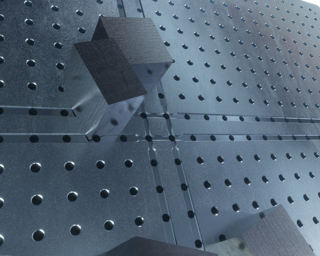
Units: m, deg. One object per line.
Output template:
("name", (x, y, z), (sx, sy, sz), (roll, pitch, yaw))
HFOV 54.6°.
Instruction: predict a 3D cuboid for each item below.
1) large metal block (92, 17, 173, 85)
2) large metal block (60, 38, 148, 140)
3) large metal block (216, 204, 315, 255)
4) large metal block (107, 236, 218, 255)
("large metal block", (-0.041, -0.107, 0.435), (0.081, 0.050, 0.080), (-12, 68, -33))
("large metal block", (-0.069, -0.045, 0.363), (0.050, 0.080, 0.080), (-21, 73, -36))
("large metal block", (0.129, 0.150, 0.369), (0.081, 0.050, 0.080), (-20, 73, -36))
("large metal block", (-0.003, 0.141, 0.285), (0.080, 0.080, 0.050), (19, 55, -17))
